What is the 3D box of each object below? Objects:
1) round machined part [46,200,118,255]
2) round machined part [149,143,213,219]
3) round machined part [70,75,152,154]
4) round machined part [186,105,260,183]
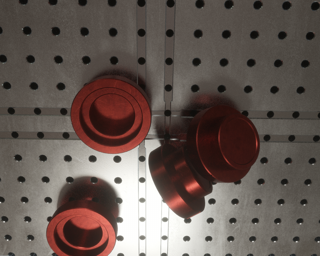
[{"bbox_3d":[-0.111,0.147,0.457,0.099,0.042,0.097,0,110,-1],"label":"round machined part"},{"bbox_3d":[0.032,0.061,0.395,0.042,0.098,0.098,-33,107,18],"label":"round machined part"},{"bbox_3d":[-0.060,-0.019,0.396,0.099,0.042,0.097,0,110,-1],"label":"round machined part"},{"bbox_3d":[0.085,0.019,0.384,0.099,0.042,0.098,7,78,-31],"label":"round machined part"}]
